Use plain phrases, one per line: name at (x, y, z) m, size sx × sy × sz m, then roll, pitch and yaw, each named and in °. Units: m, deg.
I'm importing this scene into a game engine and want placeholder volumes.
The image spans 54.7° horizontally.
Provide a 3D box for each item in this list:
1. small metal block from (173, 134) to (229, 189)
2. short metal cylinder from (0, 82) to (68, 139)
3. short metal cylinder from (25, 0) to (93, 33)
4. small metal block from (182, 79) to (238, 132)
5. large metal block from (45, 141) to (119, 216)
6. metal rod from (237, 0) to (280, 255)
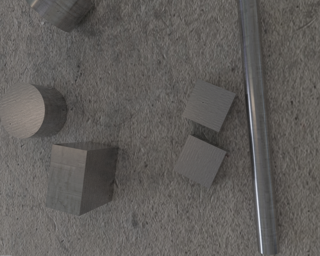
small metal block at (0.052, 0.041, 0.391) m, size 0.050 × 0.025 × 0.050 m, roll 25°, pitch 98°, yaw 18°
short metal cylinder at (-0.187, -0.025, 0.462) m, size 0.080 × 0.050 × 0.080 m, roll 0°, pitch 90°, yaw 20°
short metal cylinder at (-0.141, -0.180, 0.429) m, size 0.050 × 0.080 × 0.080 m, roll -45°, pitch 76°, yaw 15°
small metal block at (0.063, -0.028, 0.387) m, size 0.050 × 0.025 × 0.050 m, roll 25°, pitch 98°, yaw 18°
large metal block at (-0.101, 0.063, 0.415) m, size 0.050 × 0.080 × 0.079 m, roll 8°, pitch 93°, yaw 20°
metal rod at (0.116, -0.005, 0.367) m, size 0.025 × 0.025 × 0.298 m, roll -5°, pitch 88°, yaw 20°
